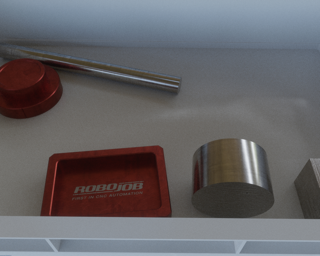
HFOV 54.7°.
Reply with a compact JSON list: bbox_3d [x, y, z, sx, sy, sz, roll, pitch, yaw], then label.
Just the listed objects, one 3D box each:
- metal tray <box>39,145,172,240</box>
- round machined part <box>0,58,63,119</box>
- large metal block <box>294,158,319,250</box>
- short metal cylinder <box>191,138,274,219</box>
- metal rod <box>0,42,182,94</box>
[{"bbox_3d":[-0.057,0.068,0.343,0.131,0.030,0.090,-4,50,-4],"label":"metal tray"},{"bbox_3d":[-0.195,-0.063,0.444,0.099,0.042,0.098,0,50,0],"label":"round machined part"},{"bbox_3d":[0.199,0.080,0.324,0.081,0.050,0.080,1,50,1],"label":"large metal block"},{"bbox_3d":[0.074,0.055,0.324,0.080,0.080,0.050,4,50,3],"label":"short metal cylinder"},{"bbox_3d":[-0.116,-0.095,0.483,0.301,0.025,0.025,13,51,10],"label":"metal rod"}]
